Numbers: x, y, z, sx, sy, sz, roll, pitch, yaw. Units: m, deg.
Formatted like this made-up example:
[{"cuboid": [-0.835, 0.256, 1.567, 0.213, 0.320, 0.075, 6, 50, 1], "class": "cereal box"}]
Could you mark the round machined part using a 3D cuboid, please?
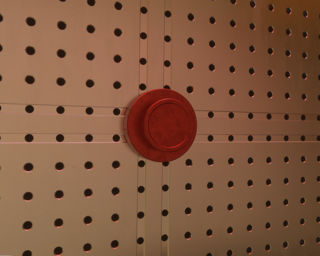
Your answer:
[{"cuboid": [0.005, -0.003, 0.406, 0.099, 0.042, 0.097, 0, 90, -21], "class": "round machined part"}]
